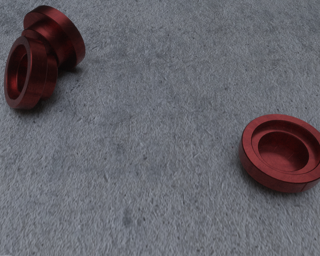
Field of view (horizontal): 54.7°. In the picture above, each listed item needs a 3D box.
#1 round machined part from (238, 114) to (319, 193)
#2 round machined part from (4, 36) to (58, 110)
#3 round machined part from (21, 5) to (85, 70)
[{"bbox_3d":[0.142,0.033,0.365,0.099,0.042,0.098,0,50,0],"label":"round machined part"},{"bbox_3d":[-0.177,-0.073,0.429,0.042,0.097,0.098,6,38,-44],"label":"round machined part"},{"bbox_3d":[-0.164,-0.126,0.461,0.098,0.097,0.042,22,54,18],"label":"round machined part"}]
